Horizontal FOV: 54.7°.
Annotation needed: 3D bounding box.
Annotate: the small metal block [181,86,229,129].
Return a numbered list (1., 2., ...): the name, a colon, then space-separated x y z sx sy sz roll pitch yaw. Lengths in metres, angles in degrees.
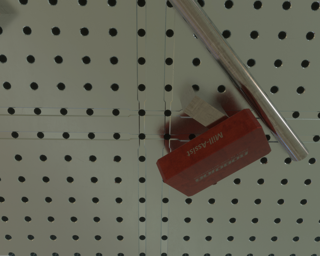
1. small metal block: 0.055 -0.024 0.392 0.050 0.050 0.025 33 107 -12

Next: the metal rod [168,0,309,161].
1. metal rod: 0.097 -0.070 0.389 0.025 0.025 0.300 -39 106 13

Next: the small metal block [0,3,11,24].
1. small metal block: -0.215 -0.137 0.360 0.050 0.025 0.050 -38 106 12

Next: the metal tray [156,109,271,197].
1. metal tray: 0.072 0.037 0.399 0.130 0.030 0.090 -32 146 10
